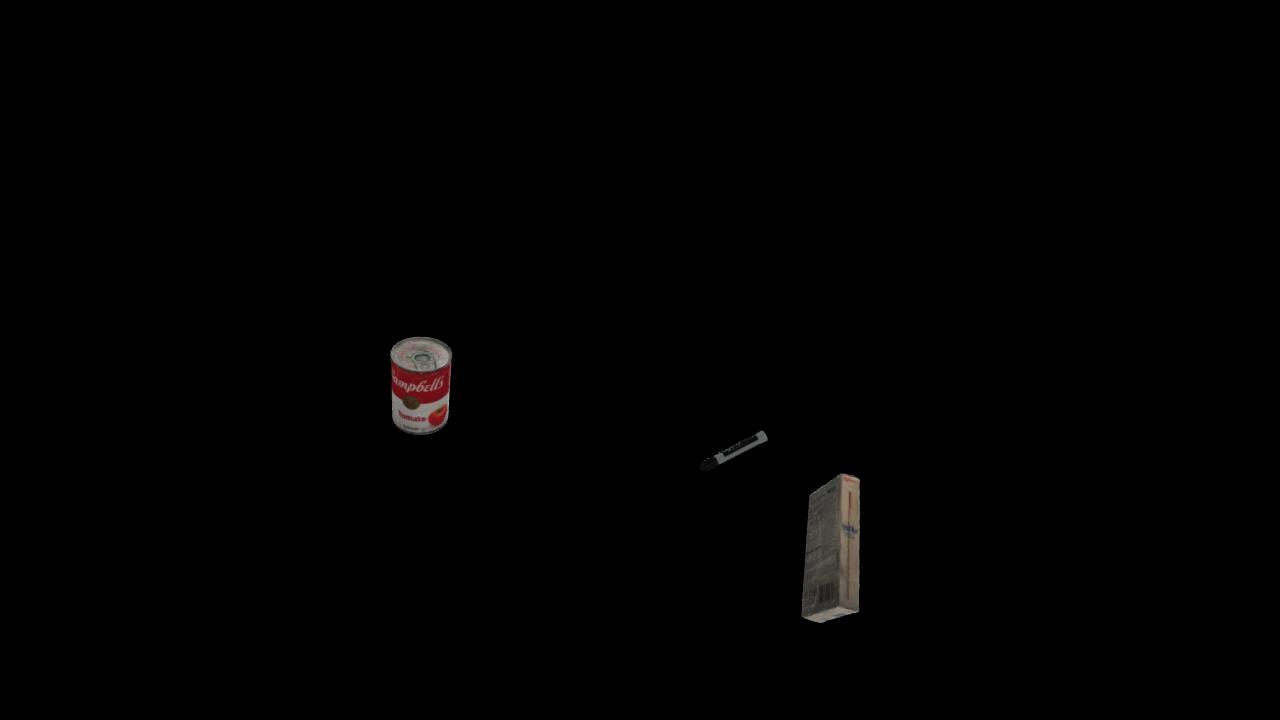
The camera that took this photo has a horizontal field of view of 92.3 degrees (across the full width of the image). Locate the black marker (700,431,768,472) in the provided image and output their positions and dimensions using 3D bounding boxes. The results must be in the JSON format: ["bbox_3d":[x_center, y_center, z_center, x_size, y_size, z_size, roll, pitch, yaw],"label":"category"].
[{"bbox_3d":[0.153,0.150,1.006,0.121,0.020,0.020,-25,4,-10],"label":"black marker"}]

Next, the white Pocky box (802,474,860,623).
[{"bbox_3d":[0.221,0.217,0.713,0.028,0.154,0.084,18,-33,-5],"label":"white Pocky box"}]

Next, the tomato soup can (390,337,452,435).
[{"bbox_3d":[-0.261,0.032,0.734,0.068,0.101,0.068,10,35,-8],"label":"tomato soup can"}]
